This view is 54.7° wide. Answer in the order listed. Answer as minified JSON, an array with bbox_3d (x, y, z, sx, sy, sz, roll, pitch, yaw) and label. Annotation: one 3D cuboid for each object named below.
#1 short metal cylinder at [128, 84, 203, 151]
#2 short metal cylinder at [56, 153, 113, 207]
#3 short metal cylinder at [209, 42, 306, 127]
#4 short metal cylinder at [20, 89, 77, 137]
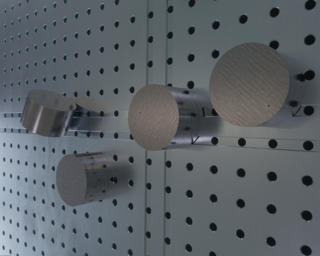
[{"bbox_3d":[0.006,-0.013,0.388,0.080,0.050,0.079,0,90,40],"label":"short metal cylinder"},{"bbox_3d":[-0.121,0.080,0.493,0.080,0.050,0.079,0,90,40],"label":"short metal cylinder"},{"bbox_3d":[0.097,-0.041,0.313,0.080,0.050,0.079,0,90,40],"label":"short metal cylinder"},{"bbox_3d":[-0.191,-0.026,0.531,0.080,0.081,0.050,37,113,33],"label":"short metal cylinder"}]
